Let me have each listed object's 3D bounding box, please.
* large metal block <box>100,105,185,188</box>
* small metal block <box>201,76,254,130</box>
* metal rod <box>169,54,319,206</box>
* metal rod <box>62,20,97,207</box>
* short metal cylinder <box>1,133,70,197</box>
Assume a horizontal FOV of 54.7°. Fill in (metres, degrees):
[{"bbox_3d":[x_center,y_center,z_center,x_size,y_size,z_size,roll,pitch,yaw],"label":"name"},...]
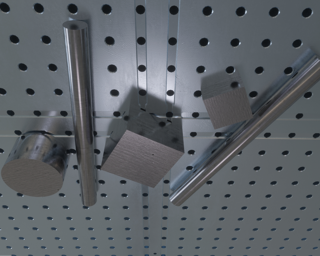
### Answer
[{"bbox_3d":[-0.024,0.027,0.418,0.080,0.050,0.080,23,126,-19],"label":"large metal block"},{"bbox_3d":[0.084,-0.031,0.386,0.050,0.025,0.050,-18,128,14],"label":"small metal block"},{"bbox_3d":[0.105,0.022,0.431,0.025,0.025,0.298,25,126,-20],"label":"metal rod"},{"bbox_3d":[-0.102,0.006,0.415,0.025,0.025,0.298,4,130,-4],"label":"metal rod"},{"bbox_3d":[-0.173,0.053,0.438,0.081,0.050,0.079,-1,130,-1],"label":"short metal cylinder"}]
